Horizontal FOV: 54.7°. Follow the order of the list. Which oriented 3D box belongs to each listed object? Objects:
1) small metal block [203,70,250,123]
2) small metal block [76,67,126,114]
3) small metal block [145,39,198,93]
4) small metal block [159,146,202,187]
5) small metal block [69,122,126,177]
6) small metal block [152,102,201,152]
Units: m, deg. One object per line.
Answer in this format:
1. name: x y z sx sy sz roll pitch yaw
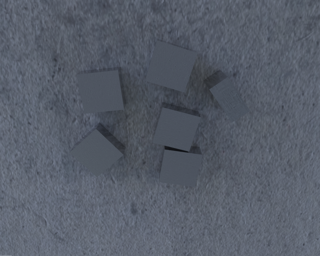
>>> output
1. small metal block: 0.081 -0.041 0.383 0.025 0.050 0.050 -34 107 11
2. small metal block: -0.073 -0.048 0.391 0.050 0.025 0.050 -6 110 1
3. small metal block: 0.013 -0.077 0.382 0.050 0.025 0.050 16 109 -6
4. small metal block: 0.027 0.051 0.429 0.050 0.025 0.050 8 110 -4
5. small metal block: -0.084 0.030 0.420 0.050 0.025 0.050 -41 106 13
6. small metal block: 0.021 -0.002 0.410 0.050 0.025 0.050 14 109 -6
